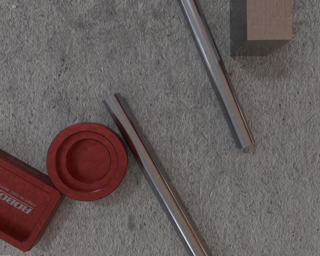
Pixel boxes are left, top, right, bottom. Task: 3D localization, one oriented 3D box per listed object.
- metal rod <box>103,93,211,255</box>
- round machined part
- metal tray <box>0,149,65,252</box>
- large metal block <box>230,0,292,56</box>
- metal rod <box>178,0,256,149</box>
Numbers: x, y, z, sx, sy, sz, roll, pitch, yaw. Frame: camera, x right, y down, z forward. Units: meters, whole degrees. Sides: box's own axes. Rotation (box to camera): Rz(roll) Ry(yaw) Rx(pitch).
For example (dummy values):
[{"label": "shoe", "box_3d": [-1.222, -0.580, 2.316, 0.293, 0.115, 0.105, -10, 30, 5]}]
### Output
[{"label": "metal rod", "box_3d": [0.009, 0.090, 0.410, 0.025, 0.025, 0.299, -29, 90, 0]}, {"label": "round machined part", "box_3d": [-0.090, 0.041, 0.400, 0.099, 0.042, 0.097, 0, 90, -1]}, {"label": "metal tray", "box_3d": [-0.201, 0.088, 0.404, 0.130, 0.030, 0.090, 30, 90, -1]}, {"label": "large metal block", "box_3d": [0.121, -0.138, 0.384, 0.050, 0.080, 0.079, -1, 90, 0]}, {"label": "metal rod", "box_3d": [0.059, -0.115, 0.410, 0.025, 0.025, 0.299, -22, 90, 0]}]
